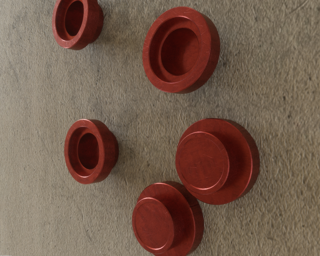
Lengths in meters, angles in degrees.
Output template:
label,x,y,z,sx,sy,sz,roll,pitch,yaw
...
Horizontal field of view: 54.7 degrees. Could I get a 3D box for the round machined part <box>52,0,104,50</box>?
label,x,y,z,sx,sy,sz,roll,pitch,yaw
round machined part,-0.129,-0.175,0.501,0.098,0.042,0.097,0,90,40

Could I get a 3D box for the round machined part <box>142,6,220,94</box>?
label,x,y,z,sx,sy,sz,roll,pitch,yaw
round machined part,0.029,-0.089,0.370,0.098,0.042,0.097,0,90,40

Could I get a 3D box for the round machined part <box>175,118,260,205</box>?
label,x,y,z,sx,sy,sz,roll,pitch,yaw
round machined part,0.056,0.037,0.348,0.098,0.042,0.097,0,90,40

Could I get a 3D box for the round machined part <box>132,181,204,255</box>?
label,x,y,z,sx,sy,sz,roll,pitch,yaw
round machined part,0.003,0.118,0.392,0.098,0.042,0.097,0,90,40

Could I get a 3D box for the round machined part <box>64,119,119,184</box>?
label,x,y,z,sx,sy,sz,roll,pitch,yaw
round machined part,-0.102,0.035,0.478,0.098,0.042,0.097,0,90,40
